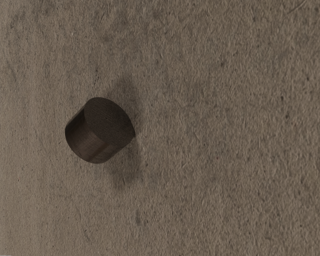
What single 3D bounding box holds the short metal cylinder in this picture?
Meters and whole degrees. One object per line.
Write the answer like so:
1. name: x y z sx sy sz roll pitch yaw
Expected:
1. short metal cylinder: -0.085 0.003 0.436 0.050 0.081 0.080 -39 67 33
